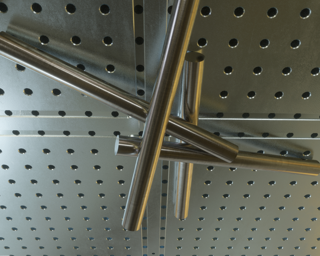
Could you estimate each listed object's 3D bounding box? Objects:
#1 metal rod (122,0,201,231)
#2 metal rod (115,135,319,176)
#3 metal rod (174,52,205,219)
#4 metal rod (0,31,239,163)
[{"bbox_3d":[-0.003,-0.009,0.346,0.025,0.025,0.298,11,112,-9],"label":"metal rod"},{"bbox_3d":[0.090,0.041,0.422,0.302,0.025,0.025,8,130,-17],"label":"metal rod"},{"bbox_3d":[0.037,0.034,0.441,0.025,0.025,0.298,0,130,-1],"label":"metal rod"},{"bbox_3d":[-0.040,-0.029,0.364,0.301,0.025,0.025,25,126,-13],"label":"metal rod"}]
